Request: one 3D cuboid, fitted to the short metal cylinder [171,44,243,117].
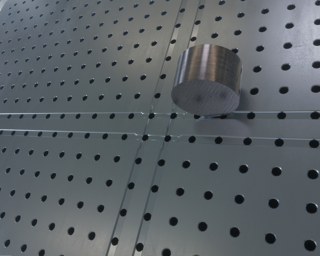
[{"bbox_3d":[0.058,-0.055,0.377,0.080,0.080,0.050,-2,61,27],"label":"short metal cylinder"}]
